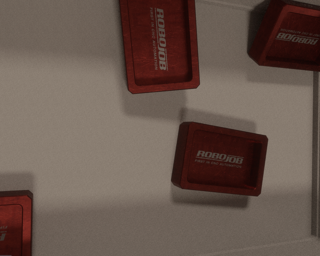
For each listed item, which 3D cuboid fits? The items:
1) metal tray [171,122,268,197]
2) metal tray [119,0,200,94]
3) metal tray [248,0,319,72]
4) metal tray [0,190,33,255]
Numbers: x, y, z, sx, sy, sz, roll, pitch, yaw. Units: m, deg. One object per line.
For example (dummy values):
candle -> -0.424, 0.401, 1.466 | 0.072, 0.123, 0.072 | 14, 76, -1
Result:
metal tray -> 0.087, 0.045, 0.441 | 0.131, 0.030, 0.089 | 10, 87, -20
metal tray -> -0.001, -0.111, 0.388 | 0.091, 0.030, 0.129 | -6, 100, -7
metal tray -> 0.208, -0.135, 0.460 | 0.131, 0.030, 0.089 | 1, 128, -21
metal tray -> -0.208, 0.117, 0.331 | 0.131, 0.030, 0.089 | 1, 90, -21
